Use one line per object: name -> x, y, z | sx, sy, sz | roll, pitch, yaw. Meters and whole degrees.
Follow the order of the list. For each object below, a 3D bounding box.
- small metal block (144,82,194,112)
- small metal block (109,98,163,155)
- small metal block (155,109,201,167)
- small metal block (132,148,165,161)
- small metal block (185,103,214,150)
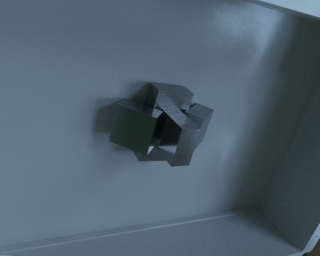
small metal block -> 0.009, -0.028, 0.393 | 0.050, 0.025, 0.050 | 2, 118, -30
small metal block -> -0.029, -0.002, 0.372 | 0.050, 0.025, 0.050 | 20, 115, 10
small metal block -> 0.019, 0.011, 0.374 | 0.025, 0.050, 0.050 | 0, 118, -29
small metal block -> -0.004, 0.016, 0.414 | 0.050, 0.025, 0.050 | 3, 117, -29
small metal block -> 0.046, -0.001, 0.415 | 0.050, 0.025, 0.050 | -35, 145, -60
